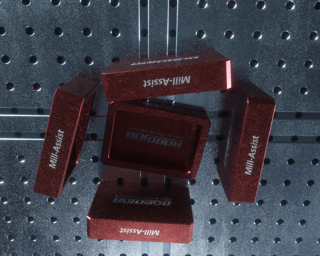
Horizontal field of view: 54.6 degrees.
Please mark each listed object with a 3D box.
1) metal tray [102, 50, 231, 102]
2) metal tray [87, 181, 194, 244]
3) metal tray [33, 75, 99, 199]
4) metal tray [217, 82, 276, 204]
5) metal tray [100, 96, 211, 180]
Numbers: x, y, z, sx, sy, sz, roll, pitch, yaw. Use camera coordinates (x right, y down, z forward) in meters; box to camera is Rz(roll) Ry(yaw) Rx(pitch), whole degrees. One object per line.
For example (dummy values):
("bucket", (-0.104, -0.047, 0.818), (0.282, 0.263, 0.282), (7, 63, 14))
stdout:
("metal tray", (0.007, -0.062, 0.355), (0.131, 0.090, 0.030), (-6, 110, 2))
("metal tray", (-0.024, 0.111, 0.419), (0.131, 0.090, 0.030), (4, 110, -1))
("metal tray", (-0.113, 0.008, 0.381), (0.030, 0.090, 0.129), (17, 109, -6))
("metal tray", (0.101, 0.015, 0.385), (0.030, 0.090, 0.129), (4, 110, -2))
("metal tray", (-0.007, 0.014, 0.415), (0.131, 0.030, 0.089), (10, 110, -4))
